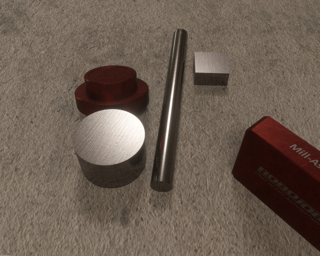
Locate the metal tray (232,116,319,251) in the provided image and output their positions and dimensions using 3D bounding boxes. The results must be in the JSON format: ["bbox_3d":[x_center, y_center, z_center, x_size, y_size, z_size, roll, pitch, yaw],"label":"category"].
[{"bbox_3d":[0.139,0.058,0.313,0.030,0.089,0.130,-33,58,-25],"label":"metal tray"}]

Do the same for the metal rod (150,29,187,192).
[{"bbox_3d":[0.019,-0.048,0.443,0.025,0.025,0.300,5,50,4],"label":"metal rod"}]

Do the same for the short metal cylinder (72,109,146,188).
[{"bbox_3d":[-0.057,0.024,0.366,0.081,0.050,0.080,0,50,0],"label":"short metal cylinder"}]

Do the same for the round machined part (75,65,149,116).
[{"bbox_3d":[-0.065,-0.054,0.417,0.099,0.042,0.098,-1,30,1],"label":"round machined part"}]

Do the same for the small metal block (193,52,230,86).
[{"bbox_3d":[0.079,-0.092,0.482,0.050,0.025,0.050,2,50,1],"label":"small metal block"}]
